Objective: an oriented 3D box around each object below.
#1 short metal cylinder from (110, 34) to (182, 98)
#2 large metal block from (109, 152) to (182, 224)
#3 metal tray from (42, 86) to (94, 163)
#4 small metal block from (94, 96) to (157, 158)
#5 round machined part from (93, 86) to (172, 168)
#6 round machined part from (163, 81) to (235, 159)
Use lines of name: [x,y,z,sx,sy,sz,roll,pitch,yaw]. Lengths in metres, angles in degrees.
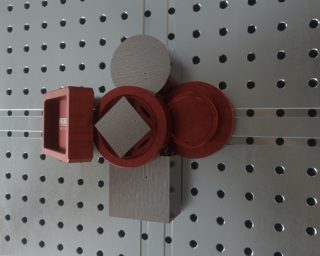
short metal cylinder: [-0.017,-0.075,0.405,0.080,0.050,0.080,0,90,20]
large metal block: [-0.018,0.073,0.402,0.080,0.050,0.080,1,90,20]
metal tray: [-0.127,-0.005,0.416,0.130,0.030,0.089,2,91,57]
small metal block: [-0.039,-0.001,0.360,0.050,0.025,0.050,-43,77,15]
round machined part: [-0.032,-0.001,0.384,0.098,0.042,0.097,0,90,20]
round machined part: [0.042,-0.010,0.387,0.098,0.042,0.097,0,90,20]
